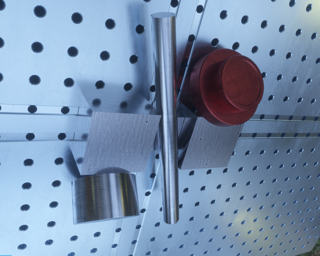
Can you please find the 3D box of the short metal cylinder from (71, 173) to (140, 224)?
[{"bbox_3d":[-0.068,0.089,0.385,0.081,0.050,0.080,-8,163,-2],"label":"short metal cylinder"}]

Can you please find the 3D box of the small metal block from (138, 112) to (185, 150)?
[{"bbox_3d":[-0.001,0.002,0.413,0.050,0.025,0.050,1,118,-29],"label":"small metal block"}]

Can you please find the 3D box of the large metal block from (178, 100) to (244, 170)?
[{"bbox_3d":[0.062,0.010,0.436,0.081,0.050,0.079,1,118,-29],"label":"large metal block"}]

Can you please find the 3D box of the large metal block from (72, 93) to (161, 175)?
[{"bbox_3d":[-0.054,0.007,0.371,0.081,0.050,0.079,2,118,-30],"label":"large metal block"}]

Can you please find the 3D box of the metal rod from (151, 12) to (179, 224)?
[{"bbox_3d":[0.010,0.012,0.390,0.025,0.025,0.298,-16,125,-19],"label":"metal rod"}]

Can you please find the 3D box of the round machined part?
[{"bbox_3d":[0.090,-0.052,0.385,0.099,0.042,0.097,4,81,-28],"label":"round machined part"}]
